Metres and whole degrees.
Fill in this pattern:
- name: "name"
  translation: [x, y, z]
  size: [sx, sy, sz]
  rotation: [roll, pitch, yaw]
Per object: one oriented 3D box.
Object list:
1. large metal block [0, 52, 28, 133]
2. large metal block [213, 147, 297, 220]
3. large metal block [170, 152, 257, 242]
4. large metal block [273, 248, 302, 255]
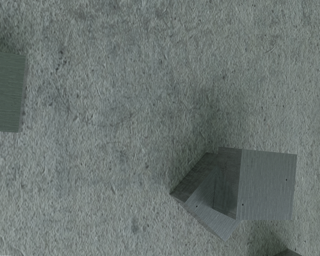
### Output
- name: "large metal block"
  translation: [-0.187, -0.038, 0.326]
  size: [0.081, 0.050, 0.080]
  rotation: [5, 88, -20]
- name: "large metal block"
  translation: [0.118, 0.068, 0.386]
  size: [0.081, 0.050, 0.080]
  rotation: [7, 87, -20]
- name: "large metal block"
  translation: [0.075, 0.091, 0.424]
  size: [0.080, 0.050, 0.080]
  rotation: [46, 76, -14]
- name: "large metal block"
  translation: [0.189, 0.228, 0.450]
  size: [0.081, 0.080, 0.050]
  rotation: [-15, 95, -19]
